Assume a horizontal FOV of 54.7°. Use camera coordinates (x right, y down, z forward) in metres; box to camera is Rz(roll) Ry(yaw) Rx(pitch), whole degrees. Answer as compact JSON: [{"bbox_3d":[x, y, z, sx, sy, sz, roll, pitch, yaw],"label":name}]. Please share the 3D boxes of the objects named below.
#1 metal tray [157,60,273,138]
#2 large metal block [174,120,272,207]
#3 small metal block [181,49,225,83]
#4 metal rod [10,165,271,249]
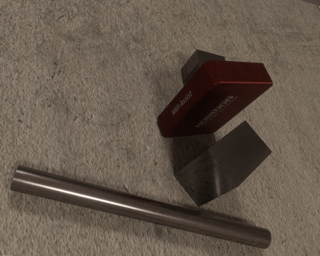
[{"bbox_3d":[0.064,-0.032,0.393,0.091,0.129,0.030,-4,64,-31],"label":"metal tray"},{"bbox_3d":[0.077,0.045,0.384,0.081,0.080,0.050,-31,80,-38],"label":"large metal block"},{"bbox_3d":[0.068,-0.091,0.482,0.050,0.050,0.025,8,58,-24],"label":"small metal block"},{"bbox_3d":[-0.004,0.094,0.345,0.302,0.025,0.025,19,54,-18],"label":"metal rod"}]
